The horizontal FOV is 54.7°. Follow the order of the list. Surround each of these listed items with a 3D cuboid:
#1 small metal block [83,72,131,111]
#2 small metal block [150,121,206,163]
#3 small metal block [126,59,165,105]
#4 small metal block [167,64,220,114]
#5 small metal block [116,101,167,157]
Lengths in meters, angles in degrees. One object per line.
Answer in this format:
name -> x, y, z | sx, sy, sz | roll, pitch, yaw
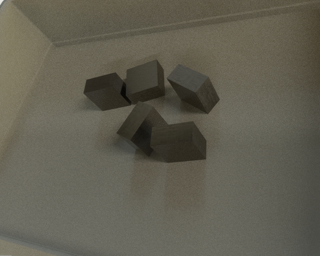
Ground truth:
small metal block -> -0.076, -0.052, 0.460 | 0.050, 0.050, 0.025 | -10, 58, 23
small metal block -> 0.023, 0.018, 0.365 | 0.050, 0.050, 0.025 | -8, 58, 23
small metal block -> -0.022, -0.067, 0.457 | 0.050, 0.025, 0.050 | -15, 56, 19
small metal block -> 0.043, -0.050, 0.397 | 0.050, 0.050, 0.025 | 33, 80, 38
small metal block -> -0.021, 0.002, 0.398 | 0.025, 0.050, 0.050 | 24, 75, 36
